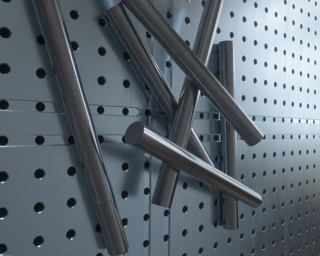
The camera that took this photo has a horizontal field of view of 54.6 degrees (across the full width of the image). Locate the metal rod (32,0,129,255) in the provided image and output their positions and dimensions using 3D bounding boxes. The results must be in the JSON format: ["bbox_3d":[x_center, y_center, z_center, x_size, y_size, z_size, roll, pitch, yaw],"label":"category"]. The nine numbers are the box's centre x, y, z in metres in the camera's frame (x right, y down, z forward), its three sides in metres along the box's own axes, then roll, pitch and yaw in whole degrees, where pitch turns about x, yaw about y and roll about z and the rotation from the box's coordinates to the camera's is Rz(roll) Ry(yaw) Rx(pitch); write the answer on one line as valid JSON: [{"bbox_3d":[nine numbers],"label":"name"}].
[{"bbox_3d":[-0.084,0.001,0.338,0.025,0.025,0.298,-22,104,-38],"label":"metal rod"}]

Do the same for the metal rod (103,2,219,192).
[{"bbox_3d":[0.017,-0.025,0.421,0.025,0.025,0.299,-47,118,-30],"label":"metal rod"}]

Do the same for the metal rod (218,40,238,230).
[{"bbox_3d":[0.110,0.012,0.500,0.025,0.025,0.298,-3,92,-40],"label":"metal rod"}]

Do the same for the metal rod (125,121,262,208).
[{"bbox_3d":[0.066,0.062,0.407,0.301,0.025,0.025,32,70,-44],"label":"metal rod"}]

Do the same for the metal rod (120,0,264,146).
[{"bbox_3d":[0.025,-0.091,0.376,0.300,0.025,0.025,46,61,-12],"label":"metal rod"}]

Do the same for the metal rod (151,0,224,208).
[{"bbox_3d":[0.040,-0.047,0.406,0.025,0.025,0.299,24,76,-38],"label":"metal rod"}]
